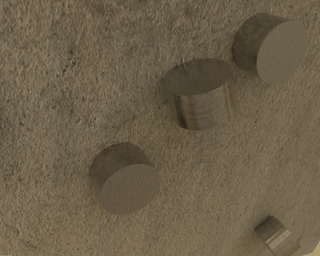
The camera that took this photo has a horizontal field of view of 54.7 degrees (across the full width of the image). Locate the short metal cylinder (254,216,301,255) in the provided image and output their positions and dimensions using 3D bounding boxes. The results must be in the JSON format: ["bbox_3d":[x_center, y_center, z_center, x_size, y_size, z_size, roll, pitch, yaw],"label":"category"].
[{"bbox_3d":[0.245,0.233,0.649,0.050,0.080,0.080,-39,129,-2],"label":"short metal cylinder"}]

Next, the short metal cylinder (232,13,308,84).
[{"bbox_3d":[0.142,-0.104,0.404,0.081,0.050,0.079,-14,124,-21],"label":"short metal cylinder"}]

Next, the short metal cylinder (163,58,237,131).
[{"bbox_3d":[0.049,-0.042,0.372,0.080,0.080,0.050,-27,128,-12],"label":"short metal cylinder"}]

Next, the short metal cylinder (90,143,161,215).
[{"bbox_3d":[-0.046,0.066,0.406,0.081,0.050,0.079,-14,124,-21],"label":"short metal cylinder"}]
